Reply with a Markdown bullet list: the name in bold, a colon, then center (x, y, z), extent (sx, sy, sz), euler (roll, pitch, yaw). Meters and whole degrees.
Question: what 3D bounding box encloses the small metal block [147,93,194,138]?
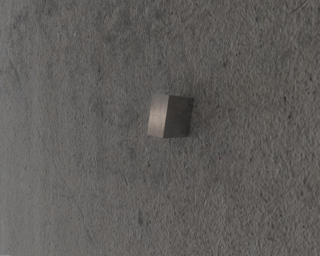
- **small metal block**: center (0.014, -0.015, 0.378), extent (0.025, 0.050, 0.050), euler (13, 99, 39)
